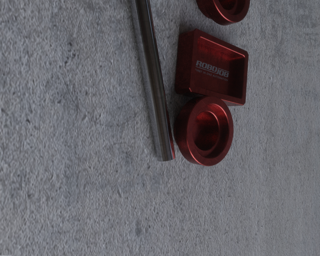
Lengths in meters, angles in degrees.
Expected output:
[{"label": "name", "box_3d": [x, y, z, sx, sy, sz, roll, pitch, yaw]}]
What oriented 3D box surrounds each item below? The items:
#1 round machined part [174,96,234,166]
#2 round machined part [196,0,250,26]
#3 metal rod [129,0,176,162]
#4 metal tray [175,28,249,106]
[{"label": "round machined part", "box_3d": [0.058, 0.003, 0.444, 0.099, 0.042, 0.097, -2, 94, -40]}, {"label": "round machined part", "box_3d": [0.092, -0.206, 0.473, 0.099, 0.042, 0.097, 0, 90, -40]}, {"label": "metal rod", "box_3d": [-0.016, -0.104, 0.392, 0.025, 0.025, 0.298, -16, 101, -39]}, {"label": "metal tray", "box_3d": [0.083, -0.087, 0.473, 0.131, 0.030, 0.089, 8, 85, -40]}]
